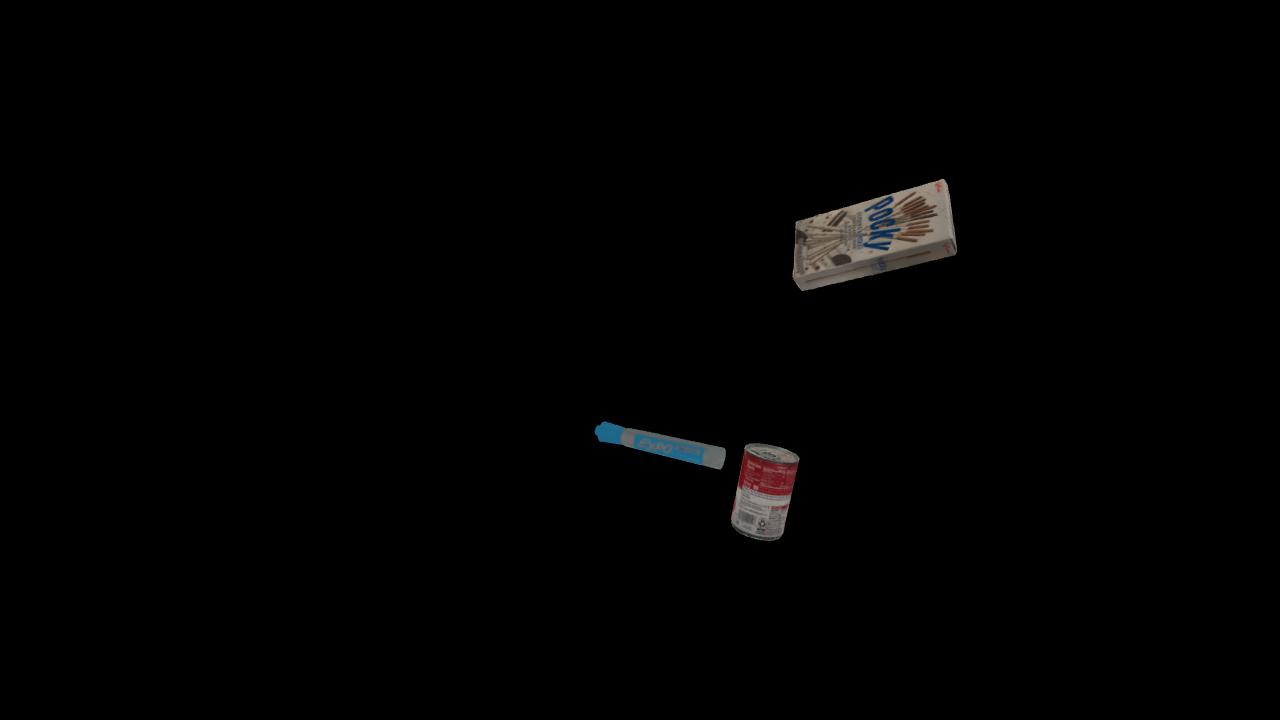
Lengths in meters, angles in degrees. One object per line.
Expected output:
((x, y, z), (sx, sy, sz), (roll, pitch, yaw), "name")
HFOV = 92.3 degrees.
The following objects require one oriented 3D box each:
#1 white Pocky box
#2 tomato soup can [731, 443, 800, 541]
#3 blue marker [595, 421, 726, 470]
((0.235, -0.125, 0.630), (0.154, 0.084, 0.028), (-11, -38, 33), "white Pocky box")
((0.153, 0.162, 0.758), (0.068, 0.101, 0.068), (9, 9, -1), "tomato soup can")
((0.015, 0.074, 0.542), (0.121, 0.020, 0.020), (10, 4, 23), "blue marker")
